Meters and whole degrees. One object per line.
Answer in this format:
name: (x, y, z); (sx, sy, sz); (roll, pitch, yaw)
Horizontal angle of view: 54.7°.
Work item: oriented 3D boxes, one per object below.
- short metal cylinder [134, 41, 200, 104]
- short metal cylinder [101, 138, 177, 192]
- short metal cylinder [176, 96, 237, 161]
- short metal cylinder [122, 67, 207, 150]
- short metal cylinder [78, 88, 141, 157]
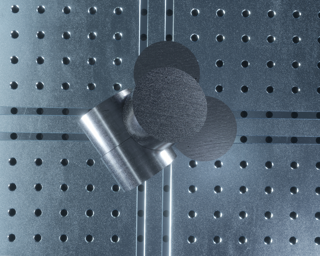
short metal cylinder: (0.008, -0.066, 0.400); (0.081, 0.050, 0.079); (0, 90, -1)
short metal cylinder: (-0.026, 0.036, 0.385); (0.080, 0.080, 0.050); (-34, 90, 0)
short metal cylinder: (0.053, 0.001, 0.401); (0.081, 0.050, 0.079); (0, 90, -1)
short metal cylinder: (0.004, -0.019, 0.337); (0.081, 0.050, 0.080); (4, 77, -17)
short metal cylinder: (-0.053, -0.007, 0.385); (0.080, 0.080, 0.050); (-34, 90, 0)
